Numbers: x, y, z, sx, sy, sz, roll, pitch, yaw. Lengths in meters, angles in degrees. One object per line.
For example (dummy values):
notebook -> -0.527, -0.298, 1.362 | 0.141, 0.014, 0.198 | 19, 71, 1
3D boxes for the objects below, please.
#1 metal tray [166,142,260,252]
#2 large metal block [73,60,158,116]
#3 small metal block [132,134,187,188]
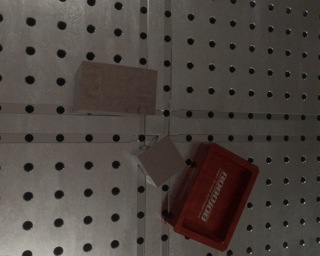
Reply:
metal tray -> 0.076, 0.096, 0.439 | 0.090, 0.030, 0.130 | 29, 80, -18
large metal block -> -0.056, -0.041, 0.364 | 0.081, 0.080, 0.050 | 3, 89, -20
small metal block -> -0.001, 0.043, 0.414 | 0.050, 0.025, 0.050 | -35, 102, -17
